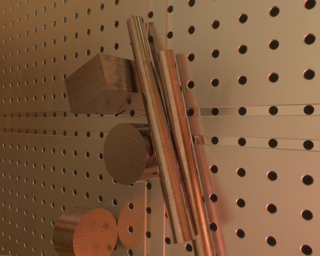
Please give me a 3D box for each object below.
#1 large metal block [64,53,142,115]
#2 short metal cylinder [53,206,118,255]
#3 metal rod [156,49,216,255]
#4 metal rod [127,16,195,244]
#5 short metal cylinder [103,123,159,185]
[{"bbox_3d":[-0.072,-0.057,0.433,0.080,0.081,0.050,-25,75,37],"label":"large metal block"},{"bbox_3d":[-0.111,0.160,0.465,0.050,0.081,0.080,-8,85,40],"label":"short metal cylinder"},{"bbox_3d":[0.034,0.048,0.380,0.025,0.025,0.298,-18,79,38],"label":"metal rod"},{"bbox_3d":[-0.004,-0.013,0.390,0.025,0.025,0.299,-27,66,37],"label":"metal rod"},{"bbox_3d":[-0.031,0.033,0.418,0.080,0.050,0.079,0,90,40],"label":"short metal cylinder"}]
